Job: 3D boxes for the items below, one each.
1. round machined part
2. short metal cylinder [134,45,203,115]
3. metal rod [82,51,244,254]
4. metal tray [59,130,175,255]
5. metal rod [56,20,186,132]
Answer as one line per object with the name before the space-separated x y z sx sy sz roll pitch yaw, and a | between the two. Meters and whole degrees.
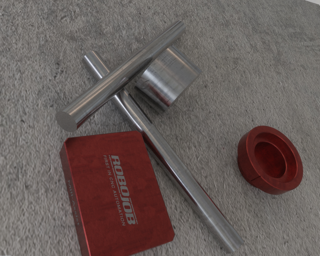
round machined part | 0.151 0.049 0.444 0.099 0.042 0.098 14 56 -21
short metal cylinder | 0.011 -0.063 0.412 0.050 0.080 0.080 43 51 1
metal rod | -0.002 0.023 0.388 0.025 0.025 0.300 -31 79 -38
metal tray | -0.048 0.070 0.332 0.091 0.030 0.130 -6 65 -31
metal rod | -0.030 -0.088 0.415 0.025 0.025 0.301 39 43 -2
